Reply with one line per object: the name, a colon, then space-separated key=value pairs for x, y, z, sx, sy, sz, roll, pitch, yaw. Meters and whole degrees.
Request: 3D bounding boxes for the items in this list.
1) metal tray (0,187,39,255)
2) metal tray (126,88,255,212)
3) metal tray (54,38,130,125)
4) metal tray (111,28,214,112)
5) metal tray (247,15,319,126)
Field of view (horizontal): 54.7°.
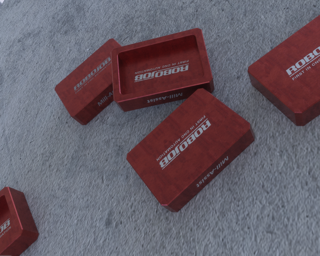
metal tray: x=-0.238 y=0.157 z=0.429 sx=0.130 sy=0.030 sz=0.090 roll=-42 pitch=51 yaw=-1
metal tray: x=0.034 y=0.023 z=0.369 sx=0.130 sy=0.030 sz=0.090 roll=-43 pitch=51 yaw=-2
metal tray: x=-0.100 y=-0.077 z=0.500 sx=0.130 sy=0.030 sz=0.090 roll=-41 pitch=51 yaw=-1
metal tray: x=0.001 y=-0.080 z=0.425 sx=0.131 sy=0.030 sz=0.090 roll=-12 pitch=64 yaw=9
metal tray: x=0.180 y=-0.073 z=0.351 sx=0.130 sy=0.030 sz=0.090 roll=-36 pitch=51 yaw=4
